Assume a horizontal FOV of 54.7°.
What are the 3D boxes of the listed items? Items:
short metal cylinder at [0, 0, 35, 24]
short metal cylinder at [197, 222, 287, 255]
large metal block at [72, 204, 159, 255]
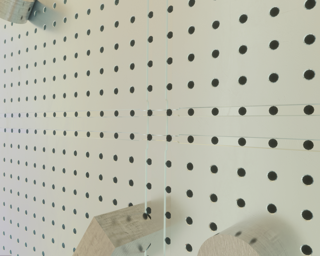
[{"bbox_3d":[-0.300,-0.254,0.621,0.080,0.081,0.050,51,120,28],"label":"short metal cylinder"},{"bbox_3d":[0.086,0.145,0.323,0.080,0.050,0.079,0,90,40],"label":"short metal cylinder"},{"bbox_3d":[-0.060,0.158,0.424,0.050,0.081,0.080,44,117,31],"label":"large metal block"}]
